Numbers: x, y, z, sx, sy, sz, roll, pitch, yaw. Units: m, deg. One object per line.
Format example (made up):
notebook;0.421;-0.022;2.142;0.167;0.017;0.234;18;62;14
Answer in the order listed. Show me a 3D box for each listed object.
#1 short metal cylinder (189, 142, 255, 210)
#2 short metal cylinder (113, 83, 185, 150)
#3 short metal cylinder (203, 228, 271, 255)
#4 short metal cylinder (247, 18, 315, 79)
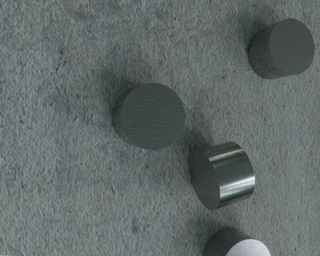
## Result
short metal cylinder;0.079;0.062;0.409;0.050;0.080;0.080;-12;94;-20
short metal cylinder;-0.015;-0.014;0.390;0.081;0.050;0.080;0;90;-20
short metal cylinder;0.108;0.188;0.436;0.081;0.050;0.080;0;90;-20
short metal cylinder;0.179;-0.115;0.461;0.081;0.050;0.080;0;90;-20
